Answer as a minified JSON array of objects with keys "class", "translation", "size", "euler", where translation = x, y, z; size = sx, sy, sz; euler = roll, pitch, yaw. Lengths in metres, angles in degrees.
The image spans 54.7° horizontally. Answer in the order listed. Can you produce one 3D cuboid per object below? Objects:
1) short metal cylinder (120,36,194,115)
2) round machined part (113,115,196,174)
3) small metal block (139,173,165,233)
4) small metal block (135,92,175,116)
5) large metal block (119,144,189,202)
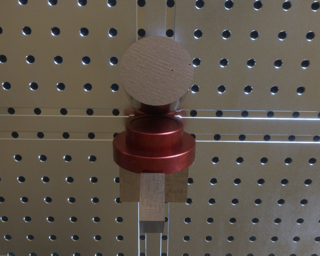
[{"class":"short metal cylinder","translation":[-0.004,-0.059,0.360],"size":[0.081,0.050,0.080],"euler":[0,80,-1]},{"class":"round machined part","translation":[-0.006,0.014,0.368],"size":[0.099,0.098,0.042],"euler":[1,110,-1]},{"class":"small metal block","translation":[-0.008,0.082,0.333],"size":[0.025,0.050,0.050],"euler":[1,148,-1]},{"class":"small metal block","translation":[-0.007,-0.025,0.403],"size":[0.050,0.025,0.050],"euler":[1,110,-1]},{"class":"large metal block","translation":[-0.008,0.052,0.402],"size":[0.081,0.080,0.050],"euler":[1,110,-1]}]
